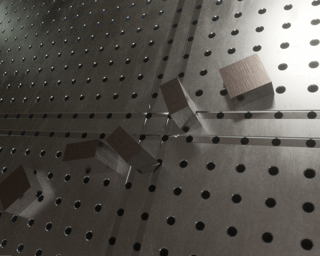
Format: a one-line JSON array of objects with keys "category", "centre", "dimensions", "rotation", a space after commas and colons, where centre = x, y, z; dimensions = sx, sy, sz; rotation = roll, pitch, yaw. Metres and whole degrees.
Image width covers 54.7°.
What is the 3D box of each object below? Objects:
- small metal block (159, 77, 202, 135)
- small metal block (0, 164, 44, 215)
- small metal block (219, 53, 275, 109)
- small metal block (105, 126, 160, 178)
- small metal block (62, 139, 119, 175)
[{"category": "small metal block", "centre": [0.027, -0.028, 0.394], "dimensions": [0.025, 0.050, 0.050], "rotation": [-26, 53, 12]}, {"category": "small metal block", "centre": [-0.208, 0.091, 0.459], "dimensions": [0.050, 0.025, 0.050], "rotation": [-43, 51, -2]}, {"category": "small metal block", "centre": [0.107, -0.059, 0.387], "dimensions": [0.050, 0.025, 0.050], "rotation": [-22, 54, 14]}, {"category": "small metal block", "centre": [-0.034, 0.030, 0.390], "dimensions": [0.025, 0.050, 0.050], "rotation": [-47, 52, -4]}, {"category": "small metal block", "centre": [-0.091, 0.040, 0.414], "dimensions": [0.050, 0.050, 0.025], "rotation": [-10, 58, 23]}]
